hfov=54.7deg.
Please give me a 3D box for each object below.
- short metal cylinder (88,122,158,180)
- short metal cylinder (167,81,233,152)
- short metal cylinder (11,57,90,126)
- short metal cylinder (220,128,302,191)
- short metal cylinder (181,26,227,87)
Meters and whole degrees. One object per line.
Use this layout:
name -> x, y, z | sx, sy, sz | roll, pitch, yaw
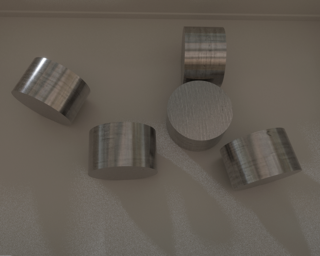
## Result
short metal cylinder -> -0.044, 0.030, 0.369 | 0.081, 0.080, 0.050 | -3, 70, -1
short metal cylinder -> 0.049, -0.014, 0.402 | 0.081, 0.050, 0.080 | 0, 70, 0
short metal cylinder -> -0.137, -0.045, 0.396 | 0.080, 0.080, 0.050 | 23, 72, 8
short metal cylinder -> 0.118, 0.039, 0.367 | 0.081, 0.080, 0.050 | -14, 71, -5
short metal cylinder -> 0.056, -0.094, 0.415 | 0.050, 0.080, 0.080 | 1, 70, 0
